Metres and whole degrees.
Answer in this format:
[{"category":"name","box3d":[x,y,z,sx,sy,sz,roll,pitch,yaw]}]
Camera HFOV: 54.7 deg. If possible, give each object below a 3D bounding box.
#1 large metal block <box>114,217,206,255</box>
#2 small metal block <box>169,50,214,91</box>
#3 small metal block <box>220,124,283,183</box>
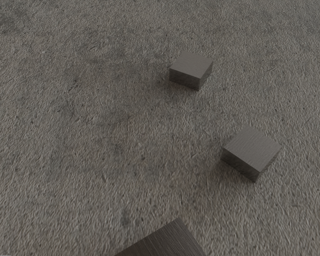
[{"category":"large metal block","box3d":[0.005,0.140,0.270,0.081,0.050,0.080,-25,55,-20]},{"category":"small metal block","box3d":[0.048,-0.089,0.479,0.050,0.025,0.050,23,53,17]},{"category":"small metal block","box3d":[0.111,0.030,0.379,0.050,0.025,0.050,36,58,26]}]
